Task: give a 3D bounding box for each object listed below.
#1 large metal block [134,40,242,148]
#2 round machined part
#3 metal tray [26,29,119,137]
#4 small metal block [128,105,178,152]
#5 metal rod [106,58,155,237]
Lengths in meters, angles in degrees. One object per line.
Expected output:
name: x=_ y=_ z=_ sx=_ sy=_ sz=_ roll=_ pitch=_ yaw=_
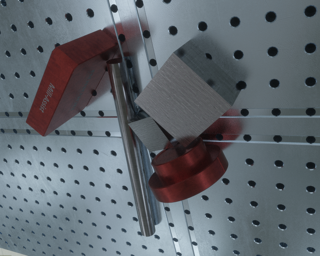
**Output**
large metal block: x=0.032 y=-0.038 z=0.354 sx=0.080 sy=0.050 sz=0.080 roll=42 pitch=129 yaw=-2
round machined part: x=0.029 y=0.044 z=0.376 sx=0.098 sy=0.099 sz=0.042 roll=-21 pitch=102 yaw=35
metal tray: x=-0.111 y=-0.055 z=0.391 sx=0.030 sy=0.090 sz=0.129 roll=40 pitch=129 yaw=0
small metal block: x=-0.006 y=0.002 z=0.403 sx=0.050 sy=0.025 sz=0.050 roll=-15 pitch=117 yaw=49
metal rod: x=-0.037 y=0.046 z=0.457 sx=0.025 sy=0.025 sz=0.298 roll=7 pitch=122 yaw=24
